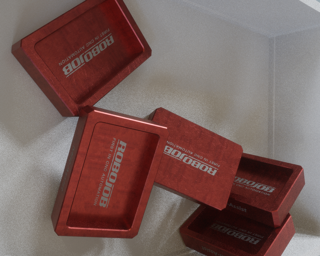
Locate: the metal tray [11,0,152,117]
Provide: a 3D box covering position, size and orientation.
[{"bbox_3d":[-0.077,-0.084,0.339,0.131,0.030,0.090,-47,119,-30],"label":"metal tray"}]

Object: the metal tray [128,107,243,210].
[{"bbox_3d":[0.035,0.041,0.401,0.131,0.030,0.090,25,72,-11],"label":"metal tray"}]

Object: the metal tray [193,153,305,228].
[{"bbox_3d":[0.124,0.079,0.443,0.090,0.130,0.030,-41,126,-33],"label":"metal tray"}]

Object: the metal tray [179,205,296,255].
[{"bbox_3d":[0.103,0.141,0.427,0.091,0.130,0.030,-36,116,-34],"label":"metal tray"}]

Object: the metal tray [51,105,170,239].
[{"bbox_3d":[-0.052,0.049,0.327,0.091,0.030,0.129,14,97,-28],"label":"metal tray"}]
